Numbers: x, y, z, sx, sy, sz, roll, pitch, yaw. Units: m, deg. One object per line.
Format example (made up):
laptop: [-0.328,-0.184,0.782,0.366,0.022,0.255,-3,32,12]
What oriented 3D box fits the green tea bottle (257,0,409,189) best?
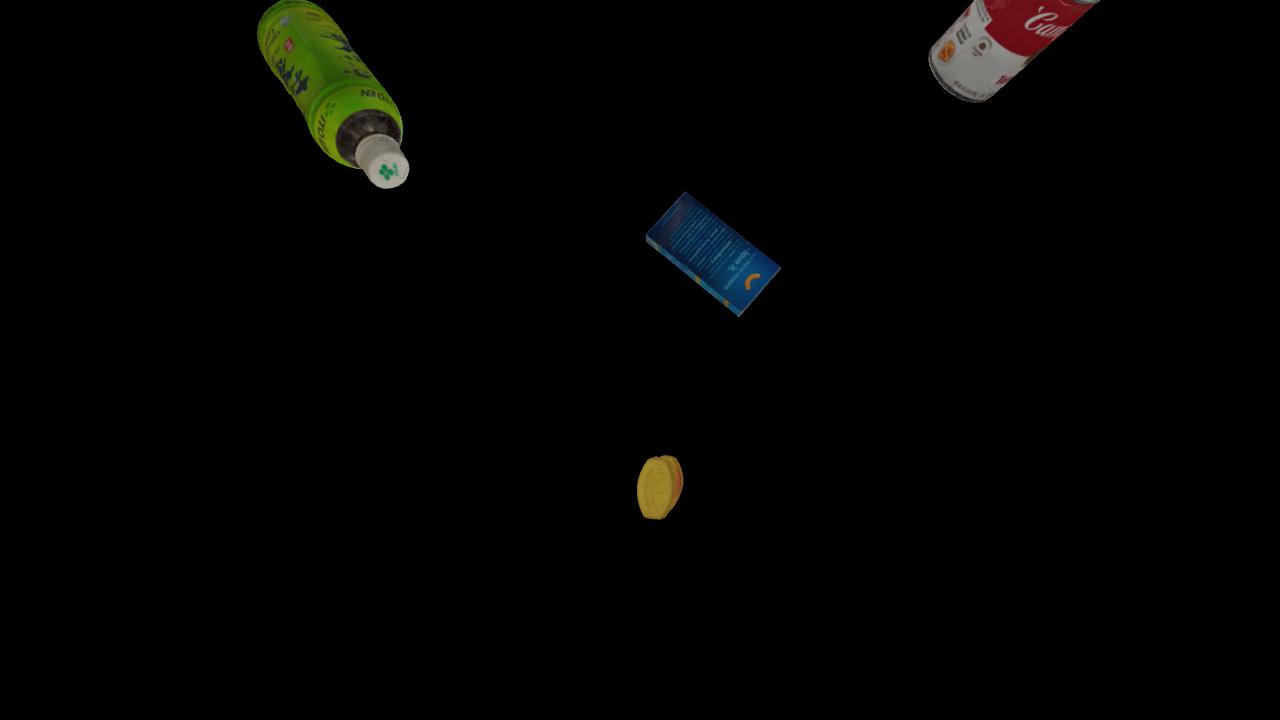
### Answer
green tea bottle: [-0.242,-0.212,0.498,0.212,0.073,0.073,50,26,24]

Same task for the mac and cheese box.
mac and cheese box: [0.107,-0.158,0.916,0.184,0.093,0.041,41,-7,7]

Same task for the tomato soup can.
tomato soup can: [0.285,-0.260,0.477,0.068,0.068,0.101,0,-20,-20]

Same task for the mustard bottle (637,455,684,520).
mustard bottle: [0.039,0.198,0.988,0.054,0.092,0.184,-3,-7,11]
